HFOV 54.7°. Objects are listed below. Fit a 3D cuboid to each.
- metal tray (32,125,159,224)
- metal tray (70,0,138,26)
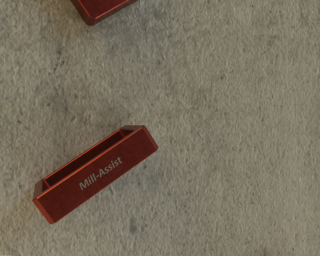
[{"bbox_3d":[-0.074,0.044,0.347,0.131,0.090,0.030,-35,102,-17],"label":"metal tray"},{"bbox_3d":[-0.085,-0.204,0.375,0.090,0.030,0.130,-37,102,-17],"label":"metal tray"}]
